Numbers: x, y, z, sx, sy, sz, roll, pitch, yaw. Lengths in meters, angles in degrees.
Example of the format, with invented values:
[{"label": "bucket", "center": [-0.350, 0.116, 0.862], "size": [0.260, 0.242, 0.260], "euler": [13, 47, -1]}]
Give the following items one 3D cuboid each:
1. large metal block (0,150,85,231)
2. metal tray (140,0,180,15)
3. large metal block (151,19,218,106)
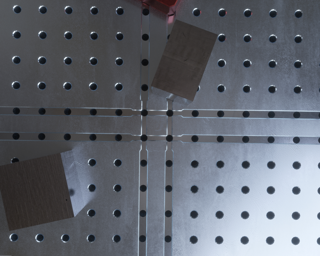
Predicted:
[{"label": "large metal block", "center": [-0.151, 0.077, 0.400], "size": [0.080, 0.050, 0.080], "euler": [-12, 90, 0]}, {"label": "metal tray", "center": [-0.021, -0.222, 0.410], "size": [0.130, 0.030, 0.090], "euler": [27, 90, 0]}, {"label": "large metal block", "center": [0.027, -0.076, 0.386], "size": [0.050, 0.080, 0.080], "euler": [20, 90, 0]}]
